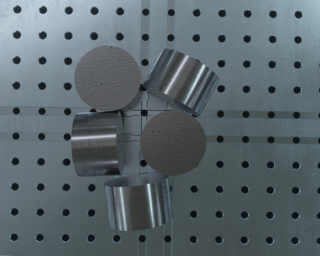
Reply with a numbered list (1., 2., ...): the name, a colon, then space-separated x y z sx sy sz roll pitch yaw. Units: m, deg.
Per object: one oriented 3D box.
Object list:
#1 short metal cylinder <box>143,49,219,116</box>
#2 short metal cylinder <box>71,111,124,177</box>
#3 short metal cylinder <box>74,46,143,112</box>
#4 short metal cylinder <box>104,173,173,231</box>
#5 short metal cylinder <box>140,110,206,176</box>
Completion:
1. short metal cylinder: 0.026 -0.056 0.386 0.080 0.080 0.050 28 89 0
2. short metal cylinder: -0.074 0.020 0.386 0.050 0.080 0.080 -2 90 -1
3. short metal cylinder: -0.063 -0.060 0.400 0.080 0.050 0.079 0 90 1
4. short metal cylinder: -0.026 0.089 0.385 0.080 0.080 0.050 -6 91 0
5. short metal cylinder: 0.016 0.018 0.401 0.081 0.050 0.079 0 91 -1
